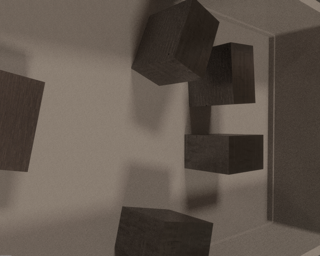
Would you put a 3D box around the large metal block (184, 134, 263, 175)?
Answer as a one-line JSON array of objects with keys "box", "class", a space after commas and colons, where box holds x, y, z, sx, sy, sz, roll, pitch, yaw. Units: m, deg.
[{"box": [0.093, 0.034, 0.451, 0.081, 0.080, 0.050, 0, 90, -40], "class": "large metal block"}]

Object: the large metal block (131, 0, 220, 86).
[{"box": [0.018, -0.103, 0.388, 0.050, 0.080, 0.080, 28, 73, -37], "class": "large metal block"}]

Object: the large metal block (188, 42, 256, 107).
[{"box": [0.086, -0.073, 0.446, 0.050, 0.080, 0.079, -6, 94, -40], "class": "large metal block"}]

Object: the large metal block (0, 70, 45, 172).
[{"box": [-0.154, -0.009, 0.262, 0.081, 0.050, 0.080, 14, 81, -40], "class": "large metal block"}]

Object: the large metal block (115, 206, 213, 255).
[{"box": [0.005, 0.131, 0.377, 0.081, 0.080, 0.050, 16, 80, -39], "class": "large metal block"}]
